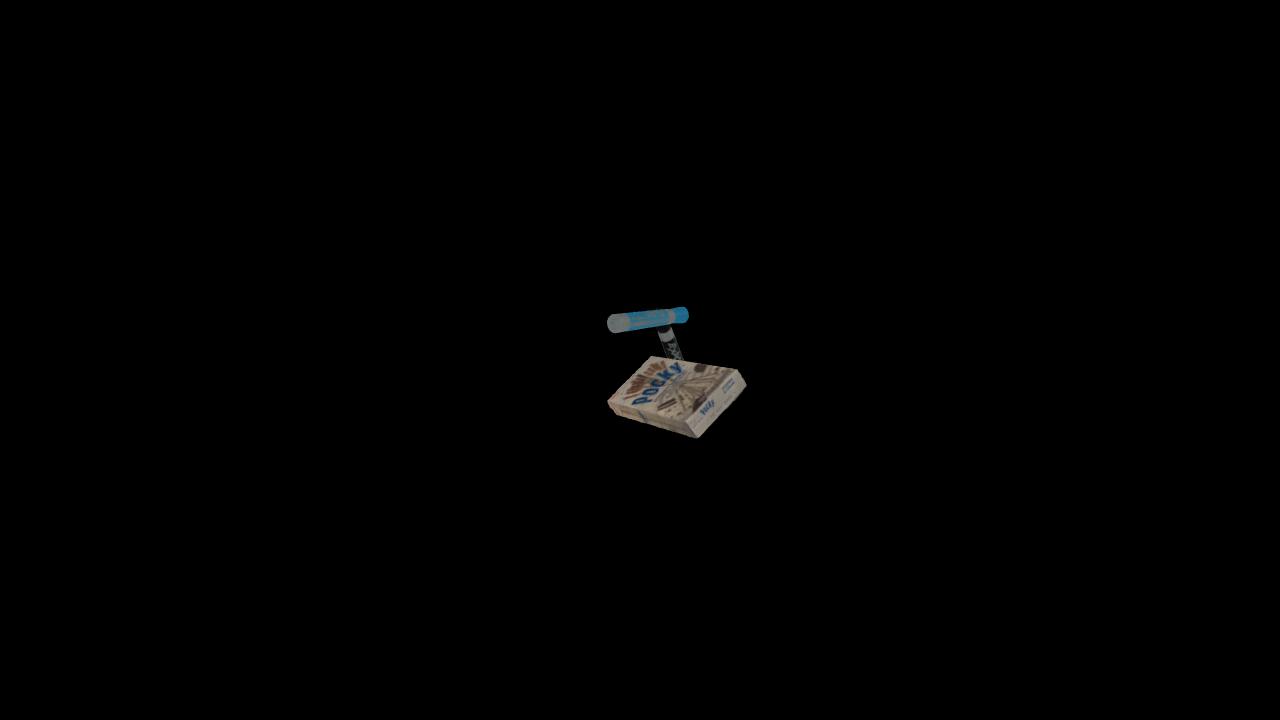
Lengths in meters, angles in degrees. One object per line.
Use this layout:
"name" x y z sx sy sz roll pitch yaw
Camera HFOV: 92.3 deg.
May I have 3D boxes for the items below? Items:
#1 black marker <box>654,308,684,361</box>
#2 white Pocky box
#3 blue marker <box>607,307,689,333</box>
"black marker" 0.036 -0.014 0.709 0.020 0.020 0.121 0 -40 22
"white Pocky box" 0.036 0.037 0.670 0.084 0.028 0.154 -45 27 -22
"blue marker" 0.013 -0.044 0.648 0.020 0.020 0.121 0 8 40
